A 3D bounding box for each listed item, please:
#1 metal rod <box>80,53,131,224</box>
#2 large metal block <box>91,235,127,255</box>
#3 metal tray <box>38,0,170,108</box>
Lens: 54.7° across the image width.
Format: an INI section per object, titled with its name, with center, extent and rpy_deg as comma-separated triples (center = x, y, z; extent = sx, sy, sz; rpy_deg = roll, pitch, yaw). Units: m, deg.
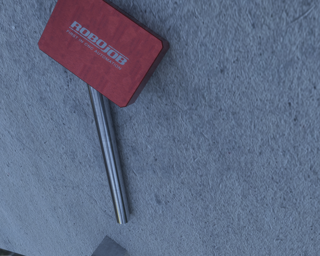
[metal rod]
center = -0.077, 0.028, 0.464
extent = 0.025, 0.025, 0.298
rpy_deg = 8, 122, 24
[large metal block]
center = -0.117, 0.271, 0.601
extent = 0.050, 0.080, 0.079
rpy_deg = 35, 129, 5
[metal tray]
center = -0.067, -0.096, 0.361
extent = 0.130, 0.030, 0.090
rpy_deg = 36, 110, 4
